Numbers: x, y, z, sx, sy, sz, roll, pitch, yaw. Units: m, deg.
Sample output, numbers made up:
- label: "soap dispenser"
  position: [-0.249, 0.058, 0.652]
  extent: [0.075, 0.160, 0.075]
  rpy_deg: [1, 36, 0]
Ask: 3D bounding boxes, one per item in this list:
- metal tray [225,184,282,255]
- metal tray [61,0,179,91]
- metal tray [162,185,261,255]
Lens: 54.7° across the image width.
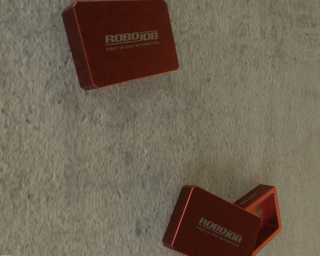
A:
- label: "metal tray"
  position: [0.162, 0.164, 0.540]
  extent: [0.131, 0.030, 0.089]
  rpy_deg: [-20, 103, -38]
- label: "metal tray"
  position: [-0.040, -0.102, 0.369]
  extent: [0.131, 0.030, 0.089]
  rpy_deg: [-21, 103, -38]
- label: "metal tray"
  position: [0.078, 0.148, 0.446]
  extent: [0.131, 0.030, 0.090]
  rpy_deg: [29, 71, -19]
